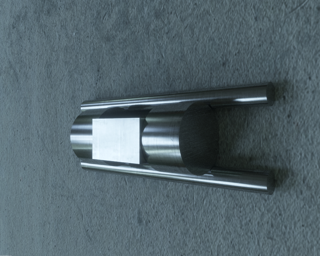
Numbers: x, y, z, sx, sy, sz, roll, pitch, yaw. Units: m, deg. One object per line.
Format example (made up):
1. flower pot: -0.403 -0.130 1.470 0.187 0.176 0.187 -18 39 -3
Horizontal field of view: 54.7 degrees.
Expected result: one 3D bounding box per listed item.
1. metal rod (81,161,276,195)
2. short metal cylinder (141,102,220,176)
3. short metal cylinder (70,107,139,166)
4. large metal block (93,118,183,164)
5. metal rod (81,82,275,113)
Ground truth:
1. metal rod: -0.003 0.056 0.409 0.300 0.025 0.025 0 90 40
2. short metal cylinder: 0.025 0.012 0.349 0.050 0.081 0.080 -1 90 40
3. short metal cylinder: -0.076 0.012 0.433 0.050 0.081 0.080 -1 90 40
4. large metal block: -0.027 0.014 0.390 0.080 0.081 0.050 0 90 40
5. metal rod: -0.003 -0.034 0.409 0.300 0.025 0.025 0 90 40
